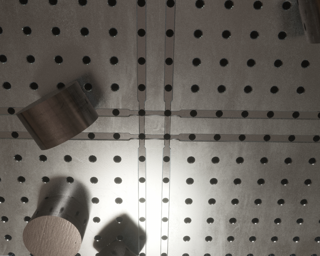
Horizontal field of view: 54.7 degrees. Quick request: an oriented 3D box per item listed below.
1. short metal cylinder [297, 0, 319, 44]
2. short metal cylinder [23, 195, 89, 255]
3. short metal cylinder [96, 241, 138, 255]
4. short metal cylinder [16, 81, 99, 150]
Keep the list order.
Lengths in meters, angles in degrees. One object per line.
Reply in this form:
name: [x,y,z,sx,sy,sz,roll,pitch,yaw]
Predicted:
short metal cylinder: [0.198,-0.132,0.338,0.080,0.080,0.050,-20,109,7]
short metal cylinder: [-0.149,0.146,0.452,0.081,0.050,0.079,0,110,-1]
short metal cylinder: [-0.067,0.219,0.464,0.080,0.080,0.050,-36,107,12]
short metal cylinder: [-0.123,-0.016,0.376,0.080,0.080,0.050,-25,108,8]
